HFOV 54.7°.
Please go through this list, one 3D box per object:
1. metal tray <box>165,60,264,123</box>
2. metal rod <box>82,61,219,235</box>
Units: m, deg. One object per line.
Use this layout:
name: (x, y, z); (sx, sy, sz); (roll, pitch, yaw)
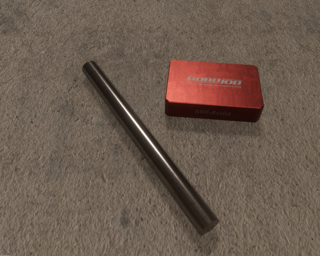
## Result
metal tray: (0.076, -0.055, 0.447); (0.131, 0.030, 0.090); (4, 50, 3)
metal rod: (-0.029, 0.005, 0.398); (0.025, 0.025, 0.300); (-26, 55, -20)
